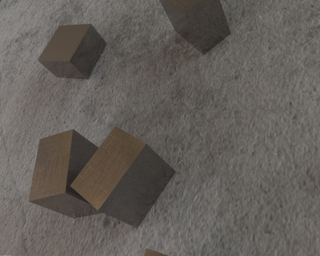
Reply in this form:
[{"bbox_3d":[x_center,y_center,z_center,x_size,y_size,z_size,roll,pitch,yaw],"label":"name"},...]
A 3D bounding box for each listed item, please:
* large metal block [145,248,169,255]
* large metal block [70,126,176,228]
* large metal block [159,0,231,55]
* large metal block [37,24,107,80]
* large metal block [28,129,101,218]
[{"bbox_3d":[0.032,0.145,0.262,0.080,0.080,0.050,6,65,30],"label":"large metal block"},{"bbox_3d":[-0.038,0.057,0.352,0.050,0.080,0.080,27,77,37],"label":"large metal block"},{"bbox_3d":[0.048,-0.165,0.444,0.050,0.080,0.080,-39,51,2],"label":"large metal block"},{"bbox_3d":[-0.154,-0.135,0.549,0.080,0.050,0.080,9,66,31],"label":"large metal block"},{"bbox_3d":[-0.108,0.060,0.387,0.050,0.080,0.080,-16,55,19],"label":"large metal block"}]
